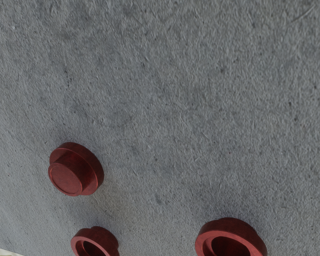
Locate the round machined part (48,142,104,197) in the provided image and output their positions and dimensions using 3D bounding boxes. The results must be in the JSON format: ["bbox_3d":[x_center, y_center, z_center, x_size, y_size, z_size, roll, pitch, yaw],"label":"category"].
[{"bbox_3d":[-0.147,0.076,0.520,0.098,0.042,0.097,13,124,21],"label":"round machined part"}]

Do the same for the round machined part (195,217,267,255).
[{"bbox_3d":[0.104,0.168,0.445,0.098,0.042,0.097,13,124,21],"label":"round machined part"}]

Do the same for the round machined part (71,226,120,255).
[{"bbox_3d":[-0.120,0.231,0.602,0.098,0.042,0.097,13,124,21],"label":"round machined part"}]
